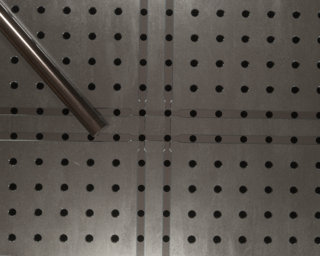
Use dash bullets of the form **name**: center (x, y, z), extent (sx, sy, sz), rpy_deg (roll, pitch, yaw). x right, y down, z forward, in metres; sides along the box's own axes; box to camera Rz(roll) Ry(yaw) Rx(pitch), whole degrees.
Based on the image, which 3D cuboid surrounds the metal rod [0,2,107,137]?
- **metal rod**: center (-0.178, -0.109, 0.410), extent (0.025, 0.025, 0.300), rpy_deg (-41, 91, 0)
